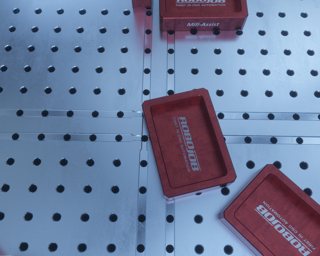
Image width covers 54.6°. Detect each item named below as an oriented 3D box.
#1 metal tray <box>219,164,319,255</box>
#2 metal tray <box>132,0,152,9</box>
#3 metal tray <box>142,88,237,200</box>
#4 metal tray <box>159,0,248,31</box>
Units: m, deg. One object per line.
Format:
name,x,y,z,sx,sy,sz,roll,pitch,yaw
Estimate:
metal tray,0.148,0.118,0.366,0.090,0.030,0.130,-43,76,-14
metal tray,-0.031,-0.251,0.448,0.030,0.130,0.090,-4,70,-1
metal tray,0.034,0.019,0.402,0.091,0.030,0.130,-13,71,-5
metal tray,0.064,-0.198,0.481,0.131,0.030,0.090,-1,70,-1
